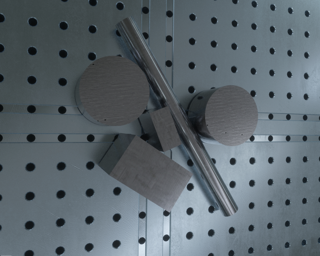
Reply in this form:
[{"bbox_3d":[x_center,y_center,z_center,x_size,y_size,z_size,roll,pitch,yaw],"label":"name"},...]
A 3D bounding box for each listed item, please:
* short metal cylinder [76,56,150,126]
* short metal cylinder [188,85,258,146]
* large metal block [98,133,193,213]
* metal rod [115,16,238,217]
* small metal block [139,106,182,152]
[{"bbox_3d":[-0.059,-0.042,0.374,0.081,0.050,0.079,0,90,-20],"label":"short metal cylinder"},{"bbox_3d":[0.086,-0.016,0.427,0.081,0.050,0.079,0,90,-20],"label":"short metal cylinder"},{"bbox_3d":[-0.021,0.050,0.371,0.080,0.080,0.050,36,79,-16],"label":"large metal block"},{"bbox_3d":[0.028,-0.008,0.419,0.025,0.025,0.299,-33,101,-17],"label":"metal rod"},{"bbox_3d":[-0.001,0.001,0.395,0.025,0.050,0.050,-23,98,-19],"label":"small metal block"}]
